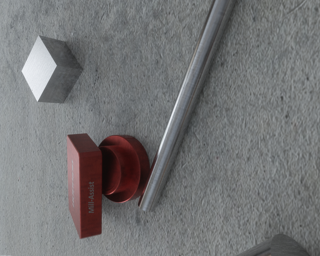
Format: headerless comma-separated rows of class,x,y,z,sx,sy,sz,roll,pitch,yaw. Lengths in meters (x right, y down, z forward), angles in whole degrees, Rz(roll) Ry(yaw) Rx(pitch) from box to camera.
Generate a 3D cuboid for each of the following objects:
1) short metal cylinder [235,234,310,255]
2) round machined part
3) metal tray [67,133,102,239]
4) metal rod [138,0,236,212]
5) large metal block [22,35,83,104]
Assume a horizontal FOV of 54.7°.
short metal cylinder,0.108,0.145,0.279,0.050,0.081,0.080,-44,64,31
round machined part,-0.065,0.059,0.445,0.098,0.042,0.097,0,90,39
metal tray,-0.112,0.082,0.456,0.090,0.030,0.129,32,122,59
metal rod,0.031,-0.029,0.377,0.025,0.025,0.298,31,109,35
large metal block,-0.190,-0.100,0.542,0.080,0.050,0.080,-50,61,28
